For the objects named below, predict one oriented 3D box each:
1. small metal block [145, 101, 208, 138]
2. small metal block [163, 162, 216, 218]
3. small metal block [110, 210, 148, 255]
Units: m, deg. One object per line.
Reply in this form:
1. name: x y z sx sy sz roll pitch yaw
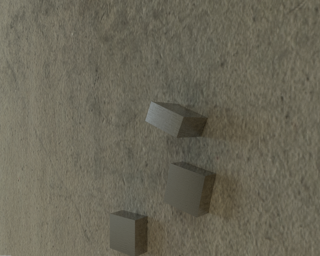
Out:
1. small metal block: 0.020 -0.010 0.371 0.050 0.050 0.025 28 108 36
2. small metal block: 0.035 0.073 0.374 0.050 0.025 0.050 16 100 38
3. small metal block: -0.045 0.148 0.440 0.050 0.025 0.050 0 90 39
